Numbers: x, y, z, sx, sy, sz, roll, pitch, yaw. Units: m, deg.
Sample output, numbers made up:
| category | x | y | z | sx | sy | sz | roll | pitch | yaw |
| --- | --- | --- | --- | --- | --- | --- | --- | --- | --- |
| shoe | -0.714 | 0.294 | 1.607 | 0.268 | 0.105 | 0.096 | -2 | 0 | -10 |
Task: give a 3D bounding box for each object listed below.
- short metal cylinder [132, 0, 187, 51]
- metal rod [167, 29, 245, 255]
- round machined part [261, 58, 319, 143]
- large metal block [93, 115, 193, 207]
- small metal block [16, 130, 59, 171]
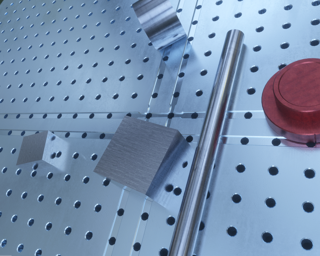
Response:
| category | x | y | z | sx | sy | sz | roll | pitch | yaw |
| --- | --- | --- | --- | --- | --- | --- | --- | --- | --- |
| short metal cylinder | 0.000 | -0.165 | 0.473 | 0.050 | 0.080 | 0.080 | -27 | 53 | 11 |
| metal rod | 0.062 | 0.003 | 0.372 | 0.025 | 0.025 | 0.300 | 4 | 64 | 30 |
| round machined part | 0.161 | -0.036 | 0.335 | 0.098 | 0.042 | 0.098 | -13 | 56 | 20 |
| large metal block | -0.019 | 0.039 | 0.378 | 0.080 | 0.050 | 0.080 | 16 | 70 | 34 |
| small metal block | -0.190 | 0.036 | 0.483 | 0.050 | 0.025 | 0.050 | -13 | 56 | 20 |
